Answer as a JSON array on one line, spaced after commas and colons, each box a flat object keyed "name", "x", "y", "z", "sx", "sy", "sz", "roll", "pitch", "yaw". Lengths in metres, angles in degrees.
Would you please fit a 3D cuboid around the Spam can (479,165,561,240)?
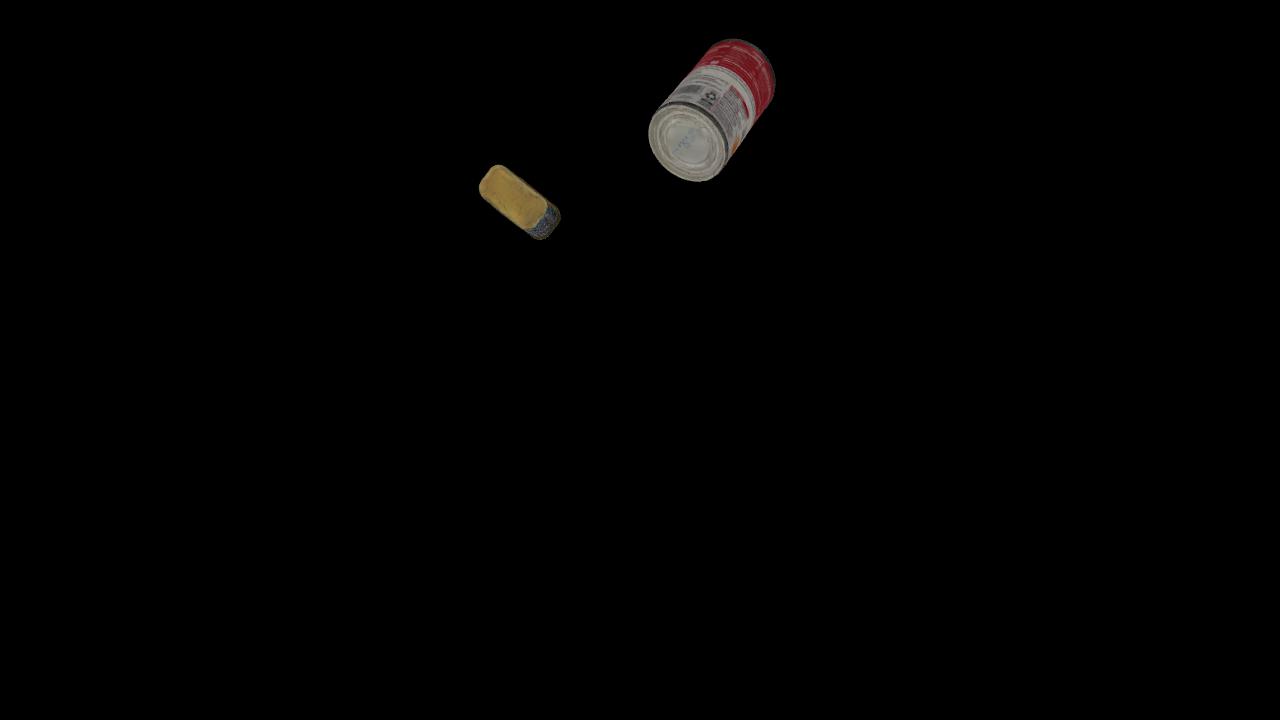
[{"name": "Spam can", "x": -0.169, "y": -0.221, "z": 0.865, "sx": 0.101, "sy": 0.058, "sz": 0.085, "roll": 39, "pitch": 6, "yaw": 1}]

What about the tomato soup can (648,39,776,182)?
[{"name": "tomato soup can", "x": 0.058, "y": -0.196, "z": 0.485, "sx": 0.068, "sy": 0.101, "sz": 0.068, "roll": 23, "pitch": -32, "yaw": 15}]
